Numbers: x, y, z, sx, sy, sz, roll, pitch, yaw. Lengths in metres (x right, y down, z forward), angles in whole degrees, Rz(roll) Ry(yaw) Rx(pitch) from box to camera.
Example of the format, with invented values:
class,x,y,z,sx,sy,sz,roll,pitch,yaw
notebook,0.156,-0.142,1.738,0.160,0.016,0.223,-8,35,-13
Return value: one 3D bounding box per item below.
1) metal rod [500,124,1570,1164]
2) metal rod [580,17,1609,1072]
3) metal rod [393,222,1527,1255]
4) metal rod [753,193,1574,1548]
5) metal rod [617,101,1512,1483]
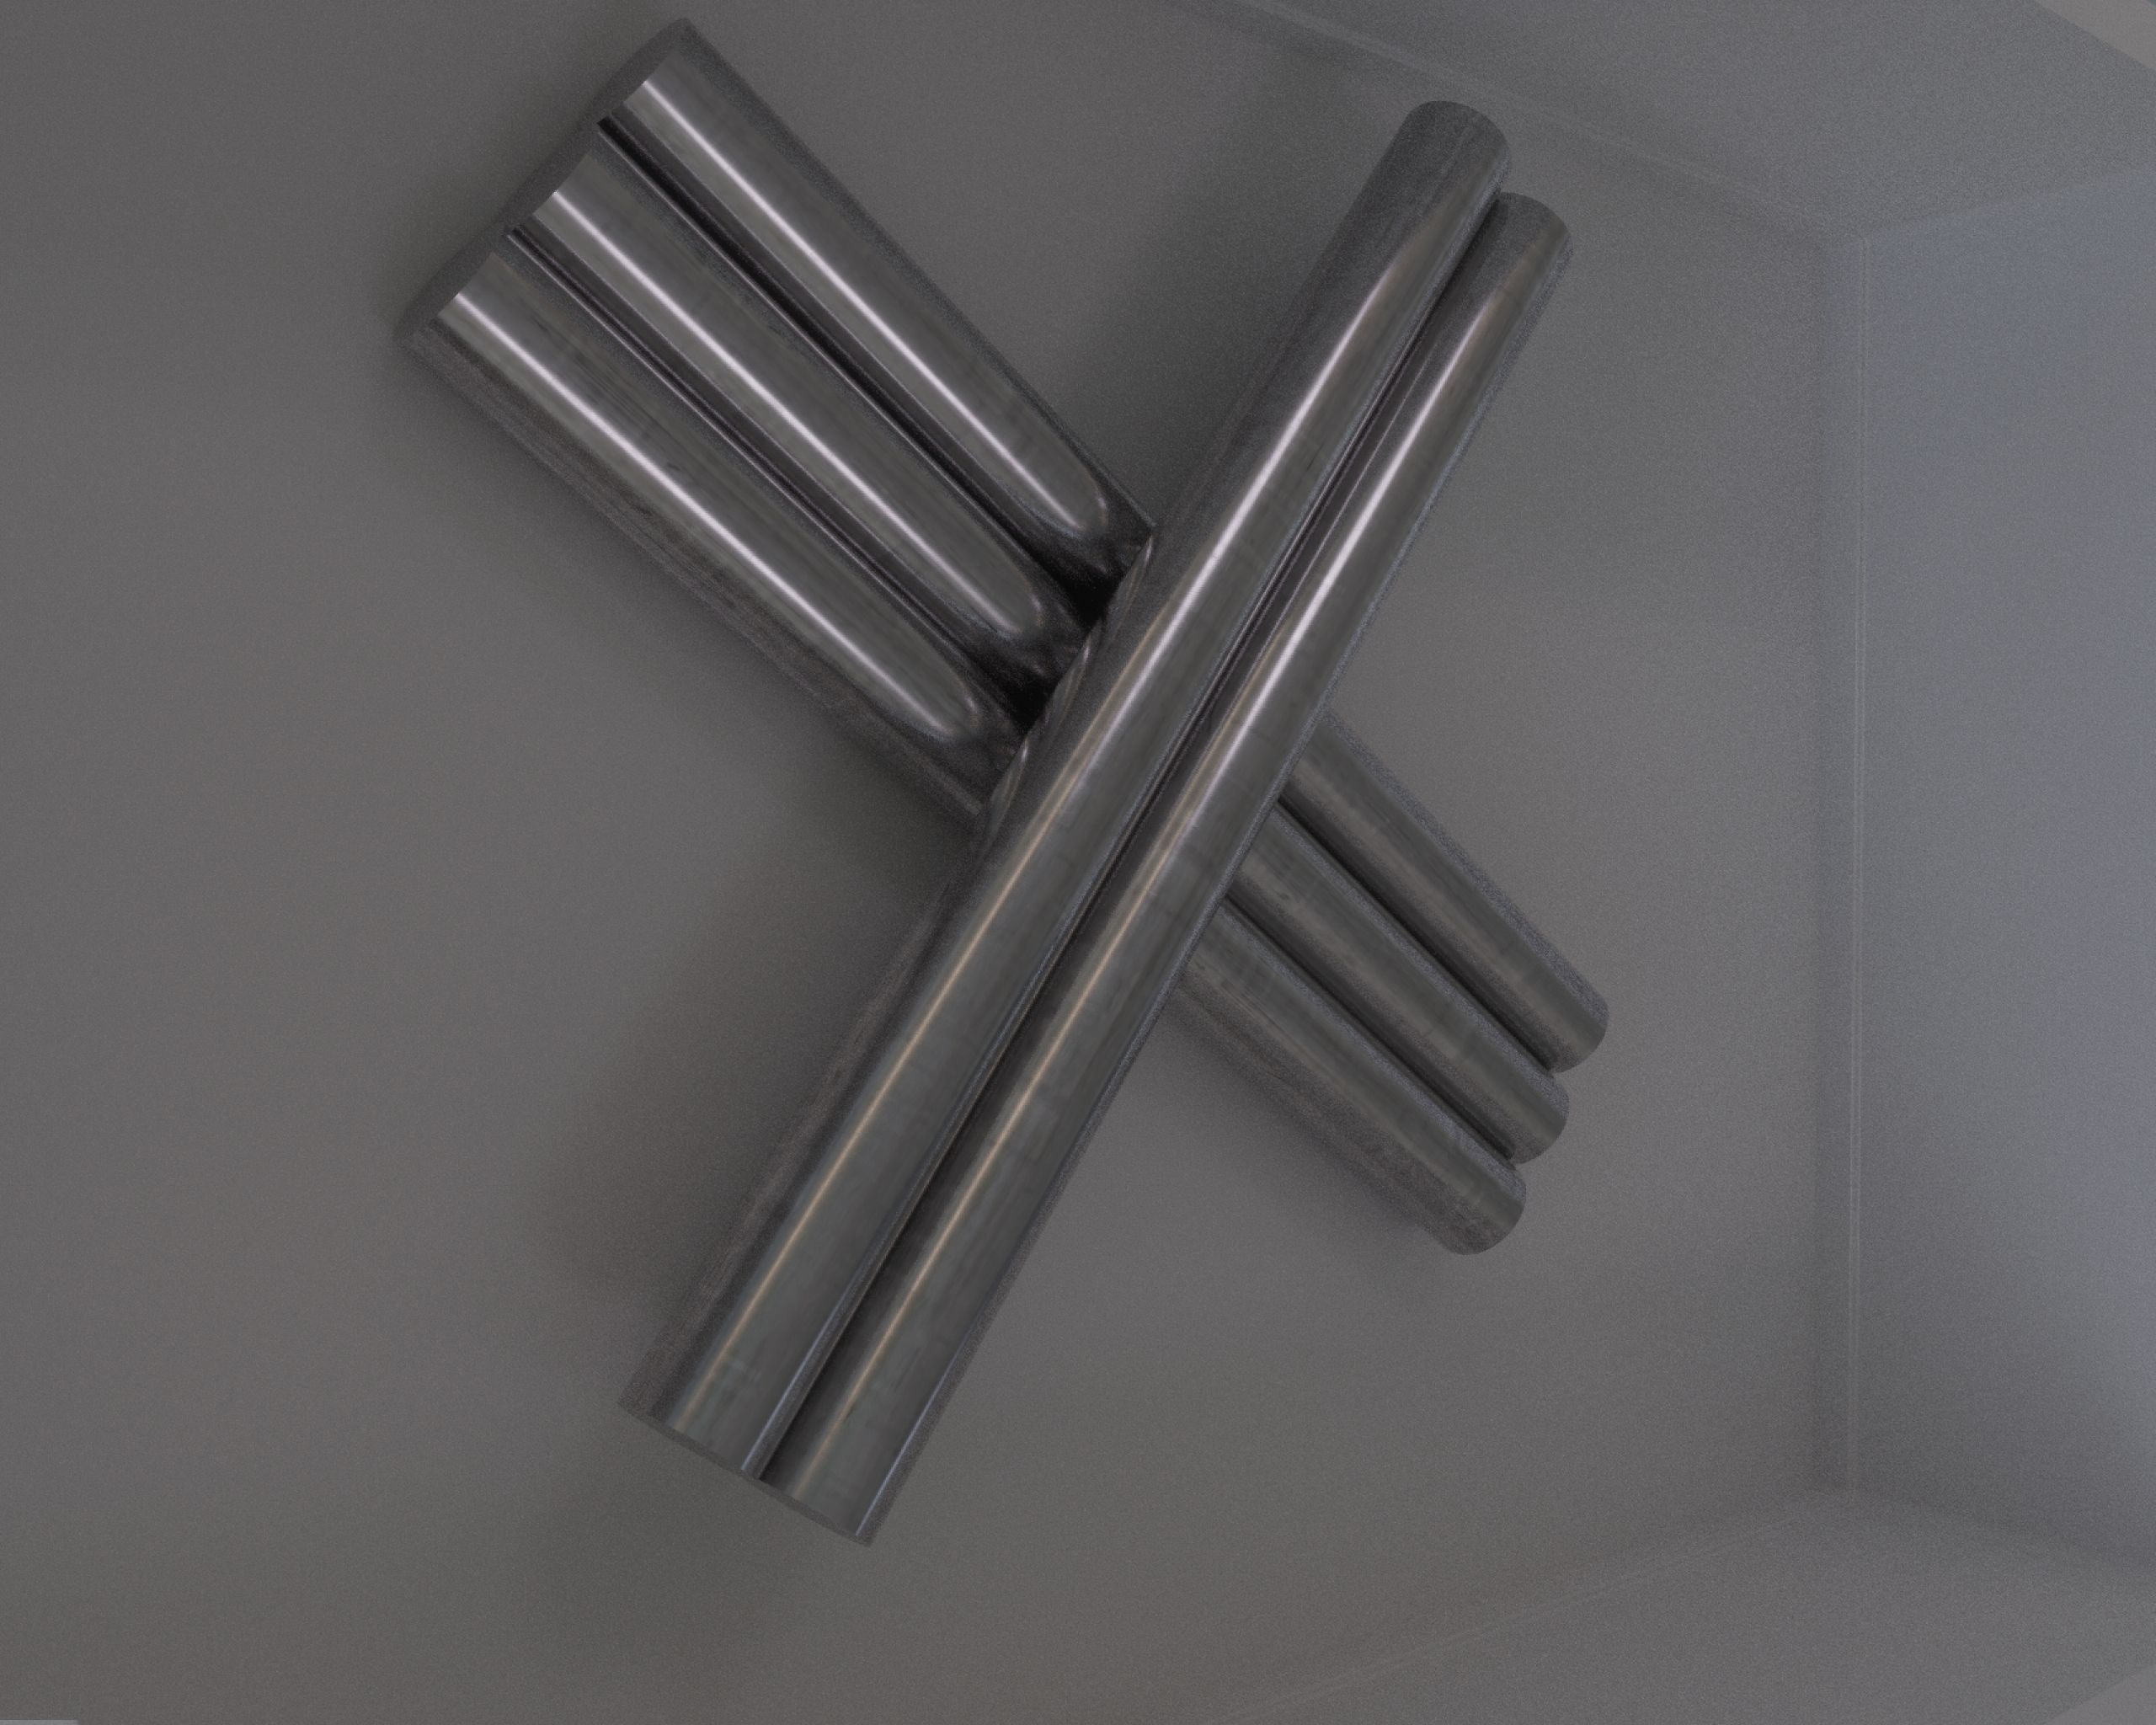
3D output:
class,x,y,z,sx,sy,sz,roll,pitch,yaw
metal rod,0.010,-0.024,0.413,0.300,0.025,0.025,42,65,-32
metal rod,0.022,-0.045,0.423,0.300,0.025,0.025,42,65,-32
metal rod,-0.002,-0.005,0.402,0.300,0.025,0.025,42,65,-32
metal rod,0.025,-0.016,0.393,0.025,0.025,0.300,45,63,-31
metal rod,0.010,-0.030,0.380,0.025,0.025,0.300,45,63,-31
